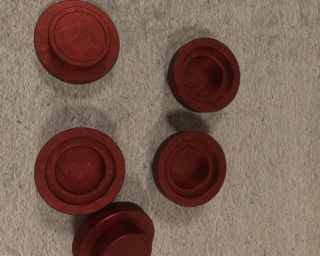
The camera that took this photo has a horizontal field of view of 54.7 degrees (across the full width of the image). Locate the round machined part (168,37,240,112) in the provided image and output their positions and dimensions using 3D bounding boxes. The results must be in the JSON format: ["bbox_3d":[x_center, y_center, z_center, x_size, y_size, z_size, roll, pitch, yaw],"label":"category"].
[{"bbox_3d":[0.056,-0.069,0.422,0.099,0.042,0.097,0,90,-21],"label":"round machined part"}]

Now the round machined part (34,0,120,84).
[{"bbox_3d":[-0.096,-0.102,0.365,0.099,0.042,0.097,0,90,-21],"label":"round machined part"}]

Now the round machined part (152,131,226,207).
[{"bbox_3d":[0.036,0.052,0.414,0.099,0.042,0.097,0,90,-21],"label":"round machined part"}]

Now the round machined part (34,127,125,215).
[{"bbox_3d":[-0.093,0.049,0.364,0.099,0.042,0.097,1,86,-19],"label":"round machined part"}]

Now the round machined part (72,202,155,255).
[{"bbox_3d":[-0.049,0.140,0.364,0.099,0.042,0.097,-14,118,-28],"label":"round machined part"}]
